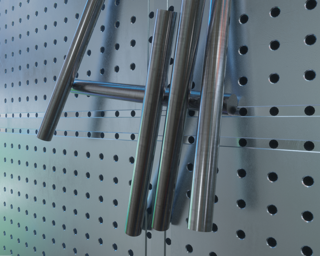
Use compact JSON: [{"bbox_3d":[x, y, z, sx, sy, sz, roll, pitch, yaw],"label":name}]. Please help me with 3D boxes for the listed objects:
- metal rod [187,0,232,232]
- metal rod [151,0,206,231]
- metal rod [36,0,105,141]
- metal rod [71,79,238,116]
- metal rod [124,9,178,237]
[{"bbox_3d":[0.056,-0.045,0.332,0.025,0.025,0.299,0,81,40],"label":"metal rod"},{"bbox_3d":[0.019,-0.011,0.365,0.025,0.025,0.298,22,113,38],"label":"metal rod"},{"bbox_3d":[-0.135,-0.118,0.497,0.025,0.025,0.299,31,101,36],"label":"metal rod"},{"bbox_3d":[-0.034,-0.049,0.438,0.300,0.025,0.025,11,97,39],"label":"metal rod"},{"bbox_3d":[-0.015,0.007,0.397,0.025,0.025,0.298,24,113,37],"label":"metal rod"}]
